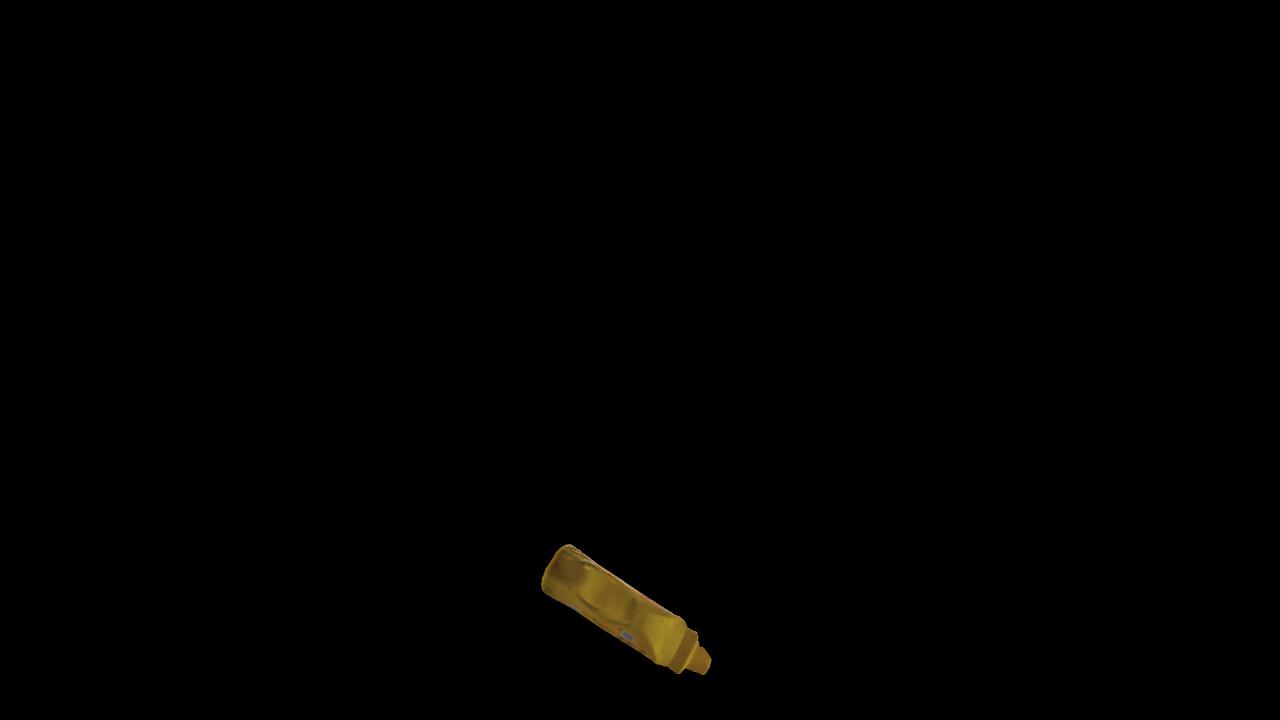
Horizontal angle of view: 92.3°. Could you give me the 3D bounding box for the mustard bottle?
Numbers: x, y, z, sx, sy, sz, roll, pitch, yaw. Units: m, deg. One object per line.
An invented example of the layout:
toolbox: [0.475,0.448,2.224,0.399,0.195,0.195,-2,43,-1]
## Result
mustard bottle: [-0.011,0.258,0.621,0.184,0.054,0.092,29,-31,12]
